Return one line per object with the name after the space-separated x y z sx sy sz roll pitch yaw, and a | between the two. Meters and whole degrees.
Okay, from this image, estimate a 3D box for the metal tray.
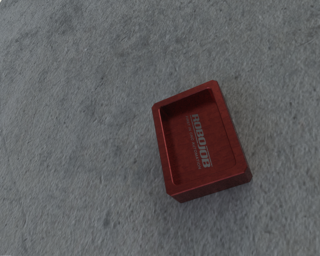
0.044 0.013 0.368 0.090 0.030 0.130 -21 54 15 | metal tray
